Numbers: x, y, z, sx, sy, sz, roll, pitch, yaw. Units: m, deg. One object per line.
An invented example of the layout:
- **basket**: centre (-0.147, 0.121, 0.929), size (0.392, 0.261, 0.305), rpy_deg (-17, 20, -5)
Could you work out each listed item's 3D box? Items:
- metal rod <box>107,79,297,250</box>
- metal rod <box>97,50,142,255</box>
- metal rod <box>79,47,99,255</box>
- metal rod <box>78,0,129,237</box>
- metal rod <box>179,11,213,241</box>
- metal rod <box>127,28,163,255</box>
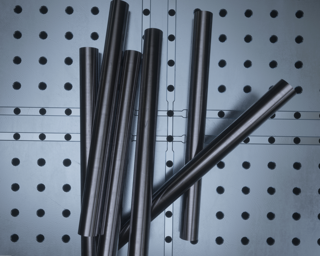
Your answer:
- **metal rod**: centre (0.043, 0.053, 0.387), size (0.300, 0.025, 0.025), rpy_deg (-43, 90, 10)
- **metal rod**: centre (-0.053, 0.048, 0.397), size (0.025, 0.025, 0.299), rpy_deg (7, 84, 0)
- **metal rod**: centre (-0.093, 0.045, 0.412), size (0.025, 0.025, 0.298), rpy_deg (0, 90, 0)
- **metal rod**: centre (-0.071, -0.017, 0.397), size (0.025, 0.025, 0.299), rpy_deg (7, 84, 0)
- **metal rod**: centre (0.048, -0.003, 0.413), size (0.025, 0.025, 0.298), rpy_deg (4, 90, 0)
- **metal rod**: centre (-0.018, 0.019, 0.390), size (0.025, 0.025, 0.299), rpy_deg (4, 81, 0)
